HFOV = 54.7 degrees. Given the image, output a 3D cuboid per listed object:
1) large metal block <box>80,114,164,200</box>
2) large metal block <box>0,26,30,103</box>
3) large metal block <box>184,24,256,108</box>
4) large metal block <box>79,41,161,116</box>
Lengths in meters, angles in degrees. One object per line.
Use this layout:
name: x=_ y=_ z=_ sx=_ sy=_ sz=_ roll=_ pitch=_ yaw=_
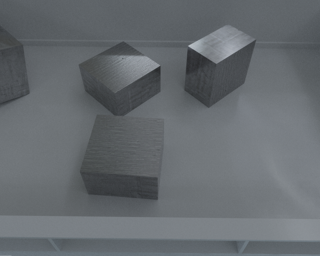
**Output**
large metal block: x=-0.039 y=0.033 z=0.361 sx=0.080 sy=0.050 sz=0.080 roll=4 pitch=50 yaw=3
large metal block: x=-0.234 y=-0.094 z=0.440 sx=0.080 sy=0.079 sz=0.050 roll=38 pitch=47 yaw=27
large metal block: x=0.084 y=-0.089 z=0.444 sx=0.080 sy=0.080 sz=0.050 roll=-34 pitch=58 yaw=-25
large metal block: x=-0.056 y=-0.071 z=0.448 sx=0.080 sy=0.050 sz=0.080 roll=-37 pitch=59 yaw=-27
